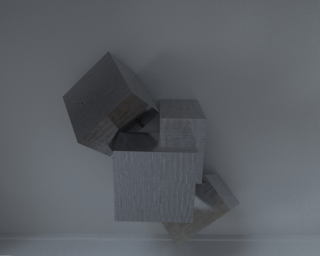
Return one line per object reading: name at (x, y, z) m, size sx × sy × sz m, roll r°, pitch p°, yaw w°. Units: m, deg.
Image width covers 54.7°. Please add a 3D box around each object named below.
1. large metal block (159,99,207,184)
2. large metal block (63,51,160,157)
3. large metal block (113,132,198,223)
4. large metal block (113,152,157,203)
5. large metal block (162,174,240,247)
large metal block at (0.024, 0.014, 0.384) m, size 0.050 × 0.080 × 0.079 m, roll 1°, pitch 110°, yaw -1°
large metal block at (-0.059, -0.028, 0.362) m, size 0.080 × 0.080 × 0.050 m, roll -41°, pitch 140°, yaw 13°
large metal block at (-0.005, 0.051, 0.329) m, size 0.081 × 0.050 × 0.079 m, roll 2°, pitch 110°, yaw -1°
large metal block at (-0.029, 0.059, 0.402) m, size 0.050 × 0.080 × 0.079 m, roll 1°, pitch 110°, yaw -1°
large metal block at (0.053, 0.105, 0.412) m, size 0.080 × 0.080 × 0.050 m, roll -39°, pitch 71°, yaw 13°
